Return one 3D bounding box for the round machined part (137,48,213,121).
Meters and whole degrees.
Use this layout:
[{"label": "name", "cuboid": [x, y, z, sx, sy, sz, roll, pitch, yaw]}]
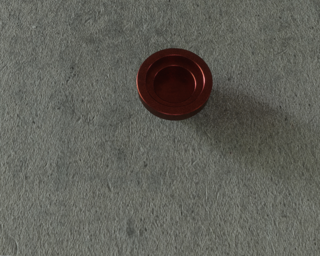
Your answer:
[{"label": "round machined part", "cuboid": [0.019, -0.055, 0.419, 0.099, 0.042, 0.098, 0, 70, 0]}]
